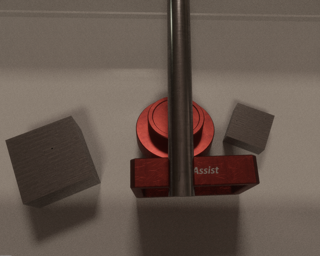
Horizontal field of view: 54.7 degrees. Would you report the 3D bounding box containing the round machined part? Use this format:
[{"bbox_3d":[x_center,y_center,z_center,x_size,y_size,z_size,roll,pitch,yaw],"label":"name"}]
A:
[{"bbox_3d":[0.019,-0.002,0.387,0.099,0.042,0.098,1,53,-1],"label":"round machined part"}]

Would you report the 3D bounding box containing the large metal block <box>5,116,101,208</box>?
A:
[{"bbox_3d":[-0.128,0.042,0.379,0.080,0.050,0.080,-22,72,-8],"label":"large metal block"}]

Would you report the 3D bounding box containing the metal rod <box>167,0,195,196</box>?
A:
[{"bbox_3d":[0.020,-0.080,0.328,0.025,0.025,0.299,0,75,0],"label":"metal rod"}]

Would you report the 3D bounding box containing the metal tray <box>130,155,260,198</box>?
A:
[{"bbox_3d":[0.035,0.058,0.354,0.131,0.090,0.030,-2,71,-1],"label":"metal tray"}]

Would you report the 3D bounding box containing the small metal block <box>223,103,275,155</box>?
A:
[{"bbox_3d":[0.117,0.001,0.411,0.050,0.025,0.050,21,71,7],"label":"small metal block"}]
